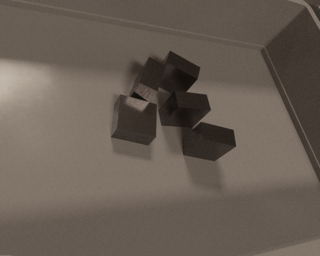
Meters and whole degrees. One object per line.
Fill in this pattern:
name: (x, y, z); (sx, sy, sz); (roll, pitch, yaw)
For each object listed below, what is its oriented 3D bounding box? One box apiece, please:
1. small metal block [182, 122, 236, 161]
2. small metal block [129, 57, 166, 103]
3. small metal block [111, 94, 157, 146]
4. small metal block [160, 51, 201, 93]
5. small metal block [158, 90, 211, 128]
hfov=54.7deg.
small metal block: (0.065, 0.020, 0.414); (0.050, 0.050, 0.025); (13, 57, -22)
small metal block: (-0.019, -0.058, 0.416); (0.025, 0.050, 0.050); (26, 52, -13)
small metal block: (-0.033, -0.010, 0.395); (0.050, 0.025, 0.050); (14, 56, -21)
small metal block: (0.023, -0.076, 0.450); (0.050, 0.050, 0.025); (26, 53, -13)
small metal block: (0.033, -0.024, 0.424); (0.050, 0.050, 0.025); (4, 60, -27)
